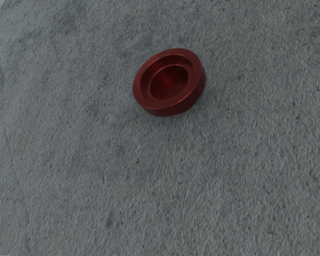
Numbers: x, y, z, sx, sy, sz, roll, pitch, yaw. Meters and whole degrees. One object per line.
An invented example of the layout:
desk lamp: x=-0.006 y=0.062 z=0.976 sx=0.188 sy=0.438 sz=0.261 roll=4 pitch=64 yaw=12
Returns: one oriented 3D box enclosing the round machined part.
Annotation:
round machined part: x=0.016 y=-0.057 z=0.420 sx=0.098 sy=0.042 sz=0.098 roll=-13 pitch=56 yaw=21
